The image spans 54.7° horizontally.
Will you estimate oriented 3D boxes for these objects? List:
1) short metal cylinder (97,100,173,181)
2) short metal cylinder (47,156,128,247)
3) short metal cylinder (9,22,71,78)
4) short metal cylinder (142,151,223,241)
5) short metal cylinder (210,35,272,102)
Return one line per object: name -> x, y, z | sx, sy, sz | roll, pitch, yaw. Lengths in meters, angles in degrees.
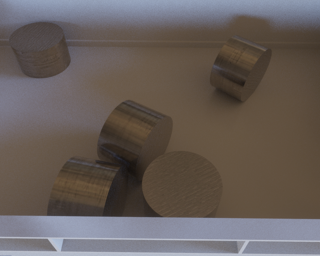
short metal cylinder -> -0.027, 0.014, 0.358 | 0.050, 0.080, 0.080 | 25, 54, 19
short metal cylinder -> -0.068, 0.072, 0.309 | 0.050, 0.080, 0.080 | 10, 51, 8
short metal cylinder -> -0.188, -0.124, 0.492 | 0.080, 0.050, 0.080 | 0, 50, 0
short metal cylinder -> 0.022, 0.071, 0.329 | 0.080, 0.050, 0.080 | 0, 50, 0
short metal cylinder -> 0.115, -0.085, 0.441 | 0.050, 0.080, 0.080 | 32, 57, 24
